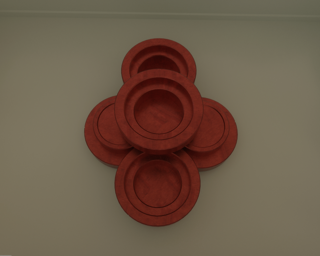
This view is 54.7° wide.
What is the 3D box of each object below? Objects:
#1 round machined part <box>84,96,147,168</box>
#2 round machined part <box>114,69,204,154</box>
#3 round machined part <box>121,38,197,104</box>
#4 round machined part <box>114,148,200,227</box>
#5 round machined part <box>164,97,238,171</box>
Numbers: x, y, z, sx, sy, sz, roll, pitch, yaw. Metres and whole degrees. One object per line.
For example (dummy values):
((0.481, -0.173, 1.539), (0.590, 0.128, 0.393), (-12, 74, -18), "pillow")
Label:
((-0.048, 0.001, 0.398), (0.099, 0.042, 0.098), (0, 70, -1), "round machined part")
((-0.001, -0.016, 0.360), (0.099, 0.042, 0.098), (0, 70, -1), "round machined part")
((-0.001, -0.070, 0.424), (0.099, 0.042, 0.098), (0, 70, -1), "round machined part")
((-0.003, 0.069, 0.373), (0.099, 0.042, 0.098), (0, 70, -1), "round machined part")
((0.051, 0.004, 0.397), (0.099, 0.042, 0.098), (0, 70, -1), "round machined part")
